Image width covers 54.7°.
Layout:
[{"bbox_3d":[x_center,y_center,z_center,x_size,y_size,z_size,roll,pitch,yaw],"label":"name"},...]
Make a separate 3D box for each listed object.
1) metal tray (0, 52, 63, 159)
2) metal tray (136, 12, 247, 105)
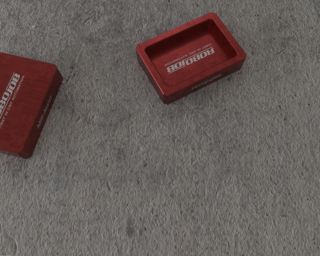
[{"bbox_3d":[-0.198,-0.032,0.416,0.090,0.030,0.130,13,70,5],"label":"metal tray"},{"bbox_3d":[0.043,-0.101,0.442,0.131,0.030,0.090,-27,72,-10],"label":"metal tray"}]
